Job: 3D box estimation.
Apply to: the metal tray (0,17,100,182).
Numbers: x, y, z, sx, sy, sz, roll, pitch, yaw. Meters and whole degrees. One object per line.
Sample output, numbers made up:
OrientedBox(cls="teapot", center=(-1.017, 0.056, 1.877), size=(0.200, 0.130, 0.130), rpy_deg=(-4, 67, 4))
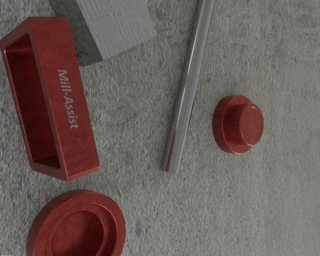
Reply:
OrientedBox(cls="metal tray", center=(-0.101, -0.023, 0.278), size=(0.030, 0.090, 0.129), rpy_deg=(-17, 101, -39))

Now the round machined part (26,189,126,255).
OrientedBox(cls="round machined part", center=(-0.088, 0.112, 0.321), size=(0.099, 0.042, 0.097), rpy_deg=(0, 90, -40))

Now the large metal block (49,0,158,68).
OrientedBox(cls="large metal block", center=(-0.060, -0.122, 0.339), size=(0.081, 0.050, 0.080), rpy_deg=(-36, 112, -34))

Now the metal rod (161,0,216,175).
OrientedBox(cls="metal rod", center=(0.046, -0.083, 0.445), size=(0.025, 0.025, 0.299), rpy_deg=(22, 76, -38))

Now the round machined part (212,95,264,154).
OrientedBox(cls="round machined part", center=(0.134, -0.006, 0.509), size=(0.099, 0.042, 0.097), rpy_deg=(0, 90, -40))
